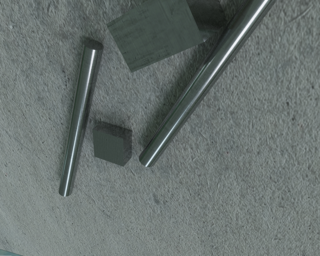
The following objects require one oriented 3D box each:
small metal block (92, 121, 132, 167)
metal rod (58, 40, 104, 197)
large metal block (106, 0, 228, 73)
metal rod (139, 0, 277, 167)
[{"bbox_3d":[-0.070,0.023,0.456,0.050,0.025,0.050,17,125,18],"label":"small metal block"},{"bbox_3d":[-0.127,0.006,0.475,0.025,0.025,0.298,29,128,9],"label":"metal rod"},{"bbox_3d":[0.010,-0.102,0.302,0.080,0.080,0.050,-15,110,34],"label":"large metal block"},{"bbox_3d":[0.047,-0.050,0.350,0.025,0.025,0.298,37,129,3],"label":"metal rod"}]
